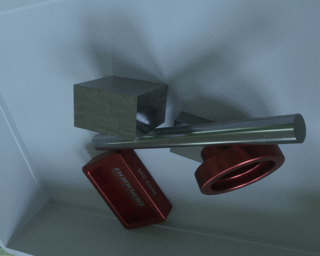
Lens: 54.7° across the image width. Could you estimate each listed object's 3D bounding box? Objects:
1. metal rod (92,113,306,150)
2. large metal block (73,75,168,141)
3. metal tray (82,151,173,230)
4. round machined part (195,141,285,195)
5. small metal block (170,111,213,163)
[{"bbox_3d":[0.012,0.011,0.363,0.300,0.025,0.025,-6,117,46],"label":"metal rod"},{"bbox_3d":[-0.045,-0.028,0.372,0.080,0.080,0.050,12,111,21],"label":"large metal block"},{"bbox_3d":[-0.052,0.095,0.486,0.090,0.030,0.130,-25,103,36],"label":"metal tray"},{"bbox_3d":[0.085,0.037,0.352,0.098,0.099,0.042,-45,53,39],"label":"round machined part"},{"bbox_3d":[0.043,0.012,0.393,0.050,0.025,0.050,18,126,17],"label":"small metal block"}]
